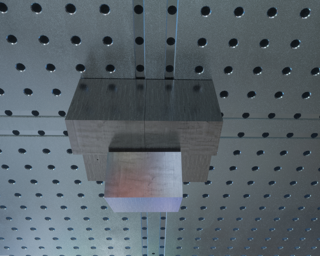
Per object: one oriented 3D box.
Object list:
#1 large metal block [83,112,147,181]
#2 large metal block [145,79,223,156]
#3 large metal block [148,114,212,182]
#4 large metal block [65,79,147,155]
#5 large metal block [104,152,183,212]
[{"bbox_3d":[-0.057,0.026,0.414,0.081,0.050,0.079,1,130,-1],"label":"large metal block"},{"bbox_3d":[0.024,-0.014,0.363,0.081,0.080,0.050,1,130,-1],"label":"large metal block"},{"bbox_3d":[0.024,0.027,0.416,0.081,0.050,0.079,1,130,-1],"label":"large metal block"},{"bbox_3d":[-0.057,-0.015,0.361,0.081,0.080,0.050,1,130,-1],"label":"large metal block"},{"bbox_3d":[-0.017,0.066,0.363,0.081,0.050,0.080,0,154,-1],"label":"large metal block"}]
